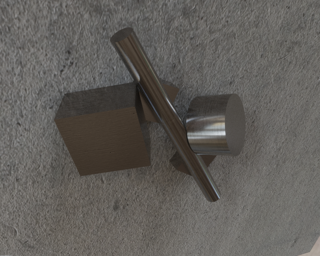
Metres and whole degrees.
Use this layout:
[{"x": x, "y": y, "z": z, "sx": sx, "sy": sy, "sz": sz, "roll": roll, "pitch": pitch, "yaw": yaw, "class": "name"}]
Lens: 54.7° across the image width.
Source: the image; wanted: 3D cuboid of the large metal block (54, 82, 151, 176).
[{"x": -0.058, "y": 0.002, "z": 0.342, "sx": 0.080, "sy": 0.050, "sz": 0.080, "roll": -9, "pitch": 127, "yaw": 4, "class": "large metal block"}]

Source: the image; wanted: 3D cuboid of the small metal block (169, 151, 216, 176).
[{"x": 0.051, "y": 0.043, "z": 0.465, "sx": 0.050, "sy": 0.025, "sz": 0.050, "roll": 27, "pitch": 103, "yaw": -38, "class": "small metal block"}]

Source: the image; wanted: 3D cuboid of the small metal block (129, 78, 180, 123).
[{"x": -0.012, "y": -0.037, "z": 0.381, "sx": 0.050, "sy": 0.025, "sz": 0.050, "roll": 13, "pitch": 112, "yaw": -34, "class": "small metal block"}]

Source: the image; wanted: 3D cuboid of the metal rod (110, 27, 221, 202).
[{"x": 0.023, "y": 0.008, "z": 0.396, "sx": 0.025, "sy": 0.025, "sz": 0.299, "roll": -36, "pitch": 130, "yaw": -5, "class": "metal rod"}]

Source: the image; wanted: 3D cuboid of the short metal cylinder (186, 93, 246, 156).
[{"x": 0.076, "y": -0.004, "z": 0.407, "sx": 0.080, "sy": 0.050, "sz": 0.079, "roll": 2, "pitch": 87, "yaw": -58, "class": "short metal cylinder"}]
